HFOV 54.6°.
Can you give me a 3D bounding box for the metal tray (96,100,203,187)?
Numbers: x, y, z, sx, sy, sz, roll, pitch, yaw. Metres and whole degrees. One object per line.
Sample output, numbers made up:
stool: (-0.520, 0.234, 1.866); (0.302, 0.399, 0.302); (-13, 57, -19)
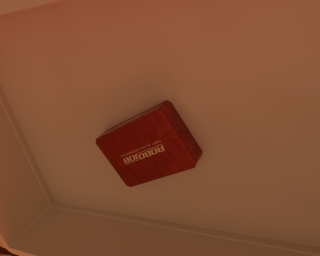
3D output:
metal tray: (-0.018, 0.027, 0.432); (0.130, 0.030, 0.090); (-24, 106, 36)
